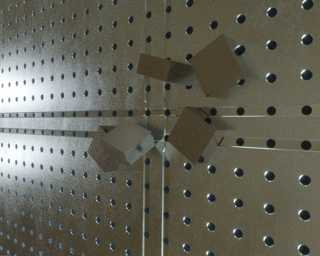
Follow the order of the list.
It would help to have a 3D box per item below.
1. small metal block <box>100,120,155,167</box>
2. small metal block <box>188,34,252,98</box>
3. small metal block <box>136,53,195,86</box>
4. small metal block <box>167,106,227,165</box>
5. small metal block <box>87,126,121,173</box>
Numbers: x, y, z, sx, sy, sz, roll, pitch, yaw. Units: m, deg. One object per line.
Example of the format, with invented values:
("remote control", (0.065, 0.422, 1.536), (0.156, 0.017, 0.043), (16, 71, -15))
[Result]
("small metal block", (-0.044, 0.019, 0.424), (0.050, 0.050, 0.025), (26, 140, 36))
("small metal block", (0.068, -0.069, 0.352), (0.050, 0.025, 0.050), (-34, 69, 34))
("small metal block", (0.008, -0.072, 0.385), (0.050, 0.050, 0.025), (23, 105, 37))
("small metal block", (0.043, 0.009, 0.372), (0.050, 0.025, 0.050), (41, 115, 32))
("small metal block", (-0.079, 0.031, 0.472), (0.050, 0.025, 0.050), (44, 116, 30))
